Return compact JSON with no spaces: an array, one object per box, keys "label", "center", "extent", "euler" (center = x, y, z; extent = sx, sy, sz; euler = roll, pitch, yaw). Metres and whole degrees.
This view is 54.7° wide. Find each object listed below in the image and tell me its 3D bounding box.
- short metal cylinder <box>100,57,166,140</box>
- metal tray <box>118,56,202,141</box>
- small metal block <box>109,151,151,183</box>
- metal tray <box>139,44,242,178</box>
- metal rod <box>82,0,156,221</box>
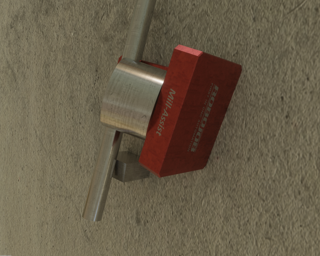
[{"label":"short metal cylinder","center":[-0.025,-0.032,0.342],"extent":[0.050,0.080,0.079],"euler":[19,105,4]},{"label":"metal tray","center":[-0.010,-0.039,0.409],"extent":[0.130,0.030,0.089],"euler":[23,105,37]},{"label":"small metal block","center":[-0.047,0.052,0.427],"extent":[0.050,0.050,0.025],"euler":[17,101,38]},{"label":"metal tray","center":[0.035,-0.015,0.334],"extent":[0.030,0.091,0.129],"euler":[29,108,36]},{"label":"metal rod","center":[-0.051,-0.030,0.395],"extent":[0.025,0.025,0.298],"euler":[14,90,39]}]
